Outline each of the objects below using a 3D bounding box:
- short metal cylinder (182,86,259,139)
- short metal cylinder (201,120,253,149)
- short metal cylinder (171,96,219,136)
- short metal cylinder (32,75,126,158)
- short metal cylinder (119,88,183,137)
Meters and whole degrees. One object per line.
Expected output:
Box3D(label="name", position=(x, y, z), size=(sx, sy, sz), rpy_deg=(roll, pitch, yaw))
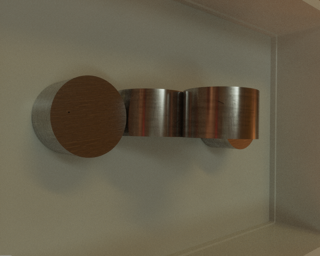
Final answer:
Box3D(label="short metal cylinder", position=(0.065, -0.014, 0.333), size=(0.081, 0.080, 0.050), rpy_deg=(2, 89, -40))
Box3D(label="short metal cylinder", position=(0.103, -0.009, 0.475), size=(0.081, 0.050, 0.080), rpy_deg=(0, 90, -40))
Box3D(label="short metal cylinder", position=(0.052, -0.013, 0.411), size=(0.081, 0.080, 0.050), rpy_deg=(2, 89, -40))
Box3D(label="short metal cylinder", position=(-0.082, -0.011, 0.319), size=(0.081, 0.050, 0.080), rpy_deg=(0, 90, -40))
Box3D(label="short metal cylinder", position=(-0.010, -0.015, 0.360), size=(0.081, 0.080, 0.050), rpy_deg=(2, 89, -40))
